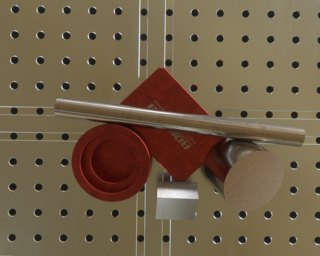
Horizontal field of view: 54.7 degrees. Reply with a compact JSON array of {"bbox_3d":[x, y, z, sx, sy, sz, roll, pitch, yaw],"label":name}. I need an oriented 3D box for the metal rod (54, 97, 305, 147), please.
[{"bbox_3d":[0.024,-0.007,0.382,0.302,0.025,0.025,7,90,-1],"label":"metal rod"}]

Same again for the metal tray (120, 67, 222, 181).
[{"bbox_3d":[0.014,-0.004,0.412,0.090,0.030,0.130,-43,91,0],"label":"metal tray"}]

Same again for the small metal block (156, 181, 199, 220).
[{"bbox_3d":[0.021,0.094,0.400,0.050,0.025,0.050,3,133,-1],"label":"small metal block"}]

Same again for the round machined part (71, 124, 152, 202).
[{"bbox_3d":[-0.059,0.041,0.399,0.099,0.042,0.097,0,96,4],"label":"round machined part"}]

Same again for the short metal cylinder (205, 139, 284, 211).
[{"bbox_3d":[0.104,0.056,0.387,0.081,0.050,0.079,-6,110,-16],"label":"short metal cylinder"}]
